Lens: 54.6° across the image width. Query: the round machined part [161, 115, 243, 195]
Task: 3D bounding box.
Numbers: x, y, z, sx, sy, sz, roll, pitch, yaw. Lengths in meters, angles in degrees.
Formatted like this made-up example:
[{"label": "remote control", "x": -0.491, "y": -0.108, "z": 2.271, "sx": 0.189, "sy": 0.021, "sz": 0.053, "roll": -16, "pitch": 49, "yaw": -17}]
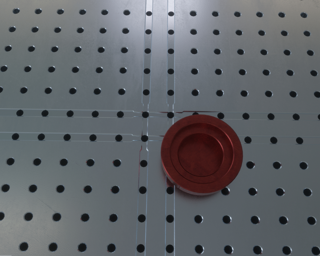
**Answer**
[{"label": "round machined part", "x": 0.050, "y": 0.036, "z": 0.390, "sx": 0.099, "sy": 0.042, "sz": 0.098, "roll": 0, "pitch": 70, "yaw": 0}]
